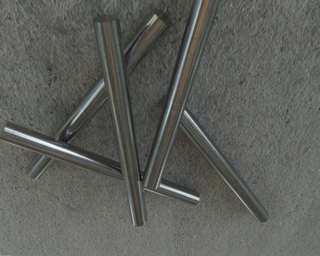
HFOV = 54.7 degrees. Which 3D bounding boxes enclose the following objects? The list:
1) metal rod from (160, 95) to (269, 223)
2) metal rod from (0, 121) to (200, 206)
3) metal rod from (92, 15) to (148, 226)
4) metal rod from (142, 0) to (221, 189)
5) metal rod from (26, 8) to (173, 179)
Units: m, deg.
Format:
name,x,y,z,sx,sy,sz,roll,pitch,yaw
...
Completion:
name,x,y,z,sx,sy,sz,roll,pitch,yaw
metal rod,0.094,0.059,0.458,0.025,0.025,0.300,-27,125,21
metal rod,-0.064,0.059,0.434,0.302,0.025,0.025,25,126,-28
metal rod,-0.041,0.017,0.378,0.025,0.025,0.298,-3,126,2
metal rod,0.024,-0.050,0.338,0.025,0.025,0.298,11,121,-9
metal rod,-0.092,-0.023,0.386,0.025,0.025,0.299,32,123,-24
